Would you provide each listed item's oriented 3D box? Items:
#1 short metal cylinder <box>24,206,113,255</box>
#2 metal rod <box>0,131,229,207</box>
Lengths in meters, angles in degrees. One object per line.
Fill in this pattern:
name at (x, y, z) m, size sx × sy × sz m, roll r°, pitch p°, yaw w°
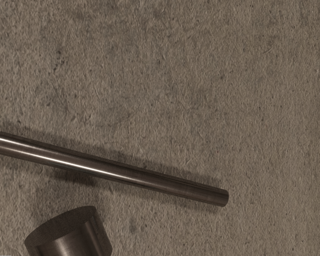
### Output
short metal cylinder at (-0.100, 0.129, 0.344) m, size 0.081 × 0.080 × 0.050 m, roll -23°, pitch 98°, yaw -19°
metal rod at (-0.044, 0.058, 0.393) m, size 0.302 × 0.025 × 0.025 m, roll 17°, pitch 84°, yaw -20°
